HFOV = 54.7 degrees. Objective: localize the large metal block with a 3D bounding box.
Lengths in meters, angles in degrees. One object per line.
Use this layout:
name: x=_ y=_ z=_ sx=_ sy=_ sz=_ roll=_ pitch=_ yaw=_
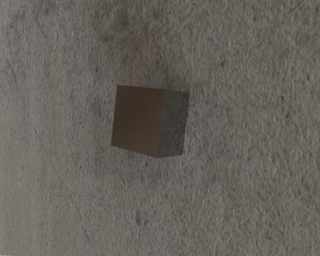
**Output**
large metal block: x=-0.013 y=-0.011 z=0.398 sx=0.080 sy=0.050 sz=0.079 roll=11 pitch=97 yaw=39
